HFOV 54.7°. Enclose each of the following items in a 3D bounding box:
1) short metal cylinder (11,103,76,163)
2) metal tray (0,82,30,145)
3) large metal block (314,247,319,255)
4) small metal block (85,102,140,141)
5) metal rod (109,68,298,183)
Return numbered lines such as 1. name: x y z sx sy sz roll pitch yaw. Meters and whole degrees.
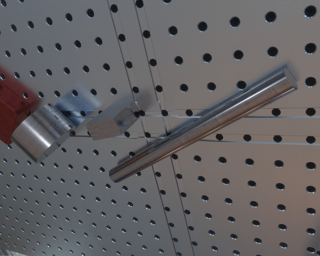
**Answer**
1. short metal cylinder: -0.175 0.008 0.470 0.050 0.080 0.080 45 129 -3
2. metal tray: -0.292 -0.042 0.533 0.130 0.030 0.089 38 129 2
3. large metal block: 0.237 0.202 0.395 0.080 0.050 0.079 17 125 17
4. small metal block: -0.064 -0.009 0.421 0.050 0.050 0.025 -11 113 32
5. metal rod: 0.030 0.013 0.401 0.299 0.025 0.025 -32 101 37
